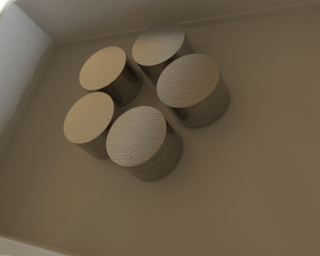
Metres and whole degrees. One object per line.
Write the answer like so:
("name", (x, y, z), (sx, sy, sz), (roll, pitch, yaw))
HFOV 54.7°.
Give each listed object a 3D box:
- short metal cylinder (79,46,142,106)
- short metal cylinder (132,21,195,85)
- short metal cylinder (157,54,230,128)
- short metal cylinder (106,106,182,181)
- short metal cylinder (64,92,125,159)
("short metal cylinder", (-0.074, -0.077, 0.474), (0.080, 0.050, 0.080), (-13, 56, 21))
("short metal cylinder", (0.007, -0.107, 0.449), (0.080, 0.050, 0.080), (-13, 56, 21))
("short metal cylinder", (0.043, -0.047, 0.393), (0.080, 0.050, 0.080), (-13, 56, 21))
("short metal cylinder", (-0.019, 0.020, 0.385), (0.080, 0.050, 0.080), (-13, 56, 21))
("short metal cylinder", (-0.086, -0.003, 0.434), (0.080, 0.050, 0.080), (-13, 56, 21))
